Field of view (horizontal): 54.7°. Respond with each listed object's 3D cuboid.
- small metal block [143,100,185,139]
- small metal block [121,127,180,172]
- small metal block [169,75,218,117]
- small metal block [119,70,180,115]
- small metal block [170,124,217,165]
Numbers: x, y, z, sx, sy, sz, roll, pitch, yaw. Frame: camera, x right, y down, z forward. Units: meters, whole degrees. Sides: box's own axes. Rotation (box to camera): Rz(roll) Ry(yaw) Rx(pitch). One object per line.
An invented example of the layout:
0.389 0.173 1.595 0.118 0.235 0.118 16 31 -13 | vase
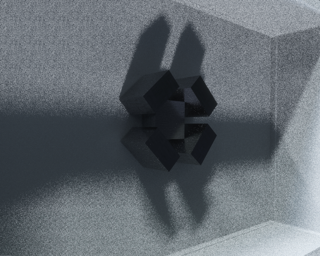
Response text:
0.006 -0.011 0.408 0.050 0.025 0.050 1 90 -40 | small metal block
-0.012 0.025 0.378 0.025 0.050 0.050 -52 120 -26 | small metal block
0.042 -0.042 0.422 0.025 0.050 0.050 -53 122 -28 | small metal block
-0.013 -0.043 0.376 0.050 0.050 0.025 -49 119 -28 | small metal block
0.041 0.021 0.422 0.025 0.050 0.050 49 60 -30 | small metal block
